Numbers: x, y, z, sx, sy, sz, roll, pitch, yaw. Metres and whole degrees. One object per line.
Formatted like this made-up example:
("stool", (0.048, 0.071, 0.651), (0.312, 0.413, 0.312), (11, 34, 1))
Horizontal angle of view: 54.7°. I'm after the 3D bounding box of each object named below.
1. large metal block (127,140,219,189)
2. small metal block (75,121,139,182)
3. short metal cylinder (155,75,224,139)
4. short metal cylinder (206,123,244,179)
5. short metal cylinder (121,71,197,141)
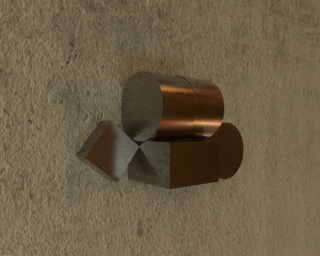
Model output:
("large metal block", (0.016, 0.040, 0.385), (0.081, 0.080, 0.050), (1, 90, -40))
("small metal block", (-0.060, 0.026, 0.357), (0.050, 0.025, 0.050), (45, 63, -31))
("short metal cylinder", (0.035, -0.025, 0.401), (0.050, 0.080, 0.080), (1, 90, -40))
("short metal cylinder", (0.078, 0.032, 0.455), (0.081, 0.050, 0.079), (0, 90, -40))
("short metal cylinder", (-0.003, -0.024, 0.368), (0.050, 0.080, 0.080), (1, 90, -40))
